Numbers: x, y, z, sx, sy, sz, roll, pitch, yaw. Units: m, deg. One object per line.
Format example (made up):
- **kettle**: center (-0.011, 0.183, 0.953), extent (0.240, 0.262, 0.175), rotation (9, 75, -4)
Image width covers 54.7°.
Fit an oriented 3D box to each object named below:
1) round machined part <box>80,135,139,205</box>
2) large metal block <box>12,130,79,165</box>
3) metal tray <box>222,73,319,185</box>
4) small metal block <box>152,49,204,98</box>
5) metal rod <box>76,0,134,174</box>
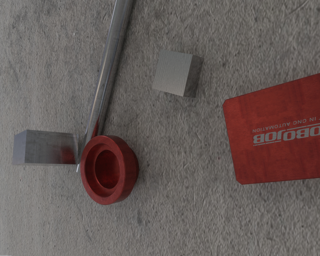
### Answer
- **round machined part**: center (-0.069, 0.059, 0.451), extent (0.098, 0.042, 0.097), rotation (0, 90, 40)
- **large metal block**: center (-0.190, 0.036, 0.512), extent (0.080, 0.081, 0.050), rotation (-13, 74, 52)
- **metal tray**: center (0.131, 0.002, 0.294), extent (0.130, 0.030, 0.090), rotation (-15, 81, 39)
- **small metal block**: center (0.022, -0.068, 0.387), extent (0.050, 0.025, 0.050), rotation (20, 103, 38)
- **metal rod**: center (-0.084, -0.068, 0.474), extent (0.025, 0.025, 0.298), rotation (26, 106, 37)
